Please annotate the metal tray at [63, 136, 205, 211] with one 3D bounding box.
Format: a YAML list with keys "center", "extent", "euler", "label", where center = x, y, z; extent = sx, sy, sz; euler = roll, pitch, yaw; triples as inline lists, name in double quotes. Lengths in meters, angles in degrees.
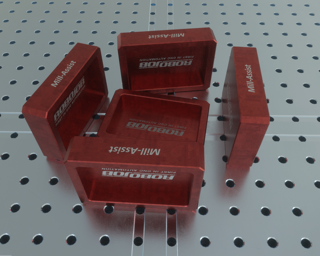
- center: [-0.023, 0.050, 0.324]
  extent: [0.131, 0.090, 0.030]
  euler: [3, 50, 3]
  label: "metal tray"

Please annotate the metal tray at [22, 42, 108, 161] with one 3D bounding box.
- center: [-0.111, -0.035, 0.394]
  extent: [0.030, 0.090, 0.130]
  euler: [14, 51, 12]
  label: "metal tray"

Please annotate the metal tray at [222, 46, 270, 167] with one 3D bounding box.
- center: [0.103, -0.029, 0.390]
  extent: [0.030, 0.090, 0.130]
  euler: [4, 50, 3]
  label: "metal tray"

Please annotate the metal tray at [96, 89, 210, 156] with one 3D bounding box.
- center: [-0.005, -0.003, 0.406]
  extent: [0.131, 0.030, 0.090]
  euler: [9, 50, 7]
  label: "metal tray"

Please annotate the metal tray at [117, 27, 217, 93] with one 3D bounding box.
- center: [0.009, -0.093, 0.443]
  extent: [0.131, 0.090, 0.030]
  euler: [-5, 50, -4]
  label: "metal tray"
